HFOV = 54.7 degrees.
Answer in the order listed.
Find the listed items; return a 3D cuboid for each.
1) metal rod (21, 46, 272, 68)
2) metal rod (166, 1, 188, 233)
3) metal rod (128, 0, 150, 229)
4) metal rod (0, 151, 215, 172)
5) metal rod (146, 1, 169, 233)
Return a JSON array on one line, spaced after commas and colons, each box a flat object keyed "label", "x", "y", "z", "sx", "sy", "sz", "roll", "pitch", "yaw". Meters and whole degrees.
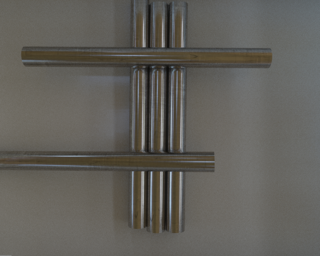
[{"label": "metal rod", "x": -0.016, "y": -0.088, "z": 0.385, "sx": 0.302, "sy": 0.025, "sz": 0.025, "roll": 0, "pitch": 90, "yaw": 0}, {"label": "metal rod", "x": 0.022, "y": -0.014, "z": 0.410, "sx": 0.025, "sy": 0.025, "sz": 0.298, "roll": 1, "pitch": 90, "yaw": 0}, {"label": "metal rod", "x": -0.028, "y": -0.019, "z": 0.410, "sx": 0.025, "sy": 0.025, "sz": 0.298, "roll": 1, "pitch": 90, "yaw": 0}, {"label": "metal rod", "x": -0.084, "y": 0.042, "z": 0.391, "sx": 0.302, "sy": 0.025, "sz": 0.025, "roll": 0, "pitch": 90, "yaw": 7}, {"label": "metal rod", "x": -0.003, "y": -0.014, "z": 0.410, "sx": 0.025, "sy": 0.025, "sz": 0.298, "roll": 1, "pitch": 90, "yaw": 0}]
